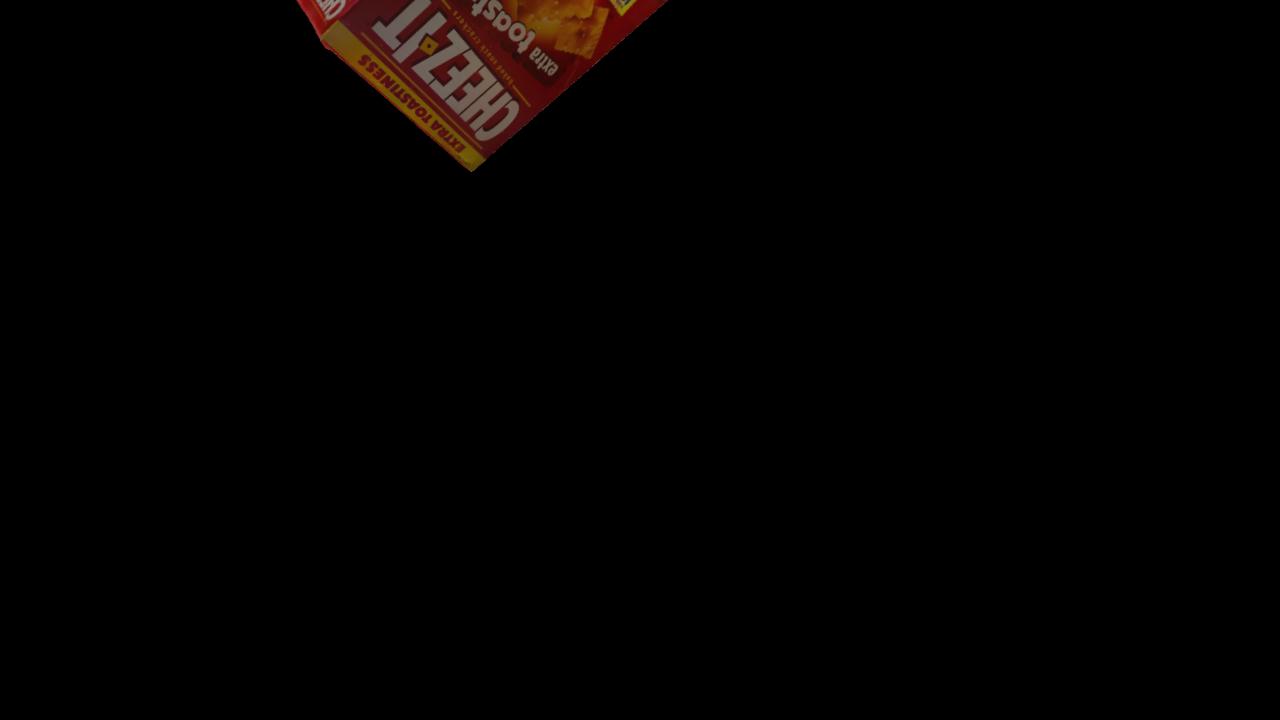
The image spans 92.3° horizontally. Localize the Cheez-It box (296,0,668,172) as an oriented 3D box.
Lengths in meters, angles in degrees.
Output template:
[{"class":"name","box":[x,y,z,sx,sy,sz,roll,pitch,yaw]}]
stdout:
[{"class":"Cheez-It box","box":[-0.105,-0.270,0.456,0.223,0.071,0.166,-38,-26,7]}]
